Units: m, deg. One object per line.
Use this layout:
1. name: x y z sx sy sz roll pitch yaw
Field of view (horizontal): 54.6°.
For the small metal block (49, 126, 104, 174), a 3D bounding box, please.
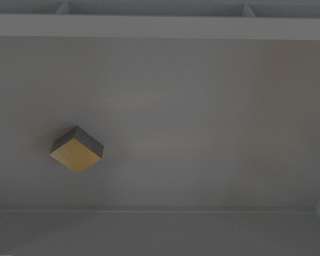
1. small metal block: -0.116 0.031 0.435 0.050 0.025 0.050 -31 124 23
